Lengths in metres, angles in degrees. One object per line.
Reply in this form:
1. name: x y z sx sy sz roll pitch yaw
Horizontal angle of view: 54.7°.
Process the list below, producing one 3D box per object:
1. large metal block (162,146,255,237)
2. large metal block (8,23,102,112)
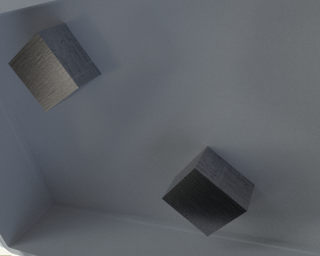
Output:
1. large metal block: 0.063 0.085 0.412 0.080 0.050 0.080 40 129 1
2. large metal block: -0.141 -0.080 0.418 0.080 0.050 0.080 -26 105 37
